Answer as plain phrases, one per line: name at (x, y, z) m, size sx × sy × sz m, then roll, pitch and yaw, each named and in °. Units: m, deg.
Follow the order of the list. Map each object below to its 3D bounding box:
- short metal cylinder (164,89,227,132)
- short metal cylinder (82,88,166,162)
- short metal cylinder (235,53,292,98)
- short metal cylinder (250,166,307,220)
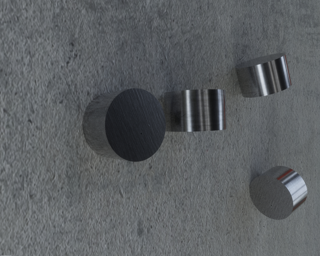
short metal cylinder at (0.046, -0.022, 0.407) m, size 0.081 × 0.080 × 0.050 m, roll -4°, pitch 93°, yaw -40°
short metal cylinder at (-0.040, -0.003, 0.355) m, size 0.081 × 0.050 × 0.080 m, roll 0°, pitch 90°, yaw -40°
short metal cylinder at (0.170, -0.087, 0.511) m, size 0.081 × 0.080 × 0.050 m, roll -29°, pitch 108°, yaw -36°
short metal cylinder at (0.206, 0.112, 0.542) m, size 0.050 × 0.080 × 0.079 m, roll -18°, pitch 102°, yaw -39°
